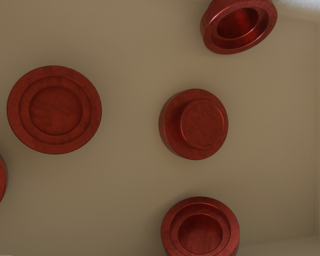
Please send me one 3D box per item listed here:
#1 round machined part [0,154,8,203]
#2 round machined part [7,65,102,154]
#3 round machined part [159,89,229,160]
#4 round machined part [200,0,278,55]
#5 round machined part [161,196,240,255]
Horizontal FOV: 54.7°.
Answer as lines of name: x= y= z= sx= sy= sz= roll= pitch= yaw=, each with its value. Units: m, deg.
round machined part: x=-0.213 y=0.055 z=0.323 sx=0.099 sy=0.042 sz=0.097 roll=0 pitch=90 yaw=-20
round machined part: x=-0.120 y=-0.020 z=0.357 sx=0.099 sy=0.042 sz=0.097 roll=0 pitch=90 yaw=-20
round machined part: x=0.051 y=-0.005 z=0.420 sx=0.099 sy=0.042 sz=0.097 roll=0 pitch=90 yaw=-20
round machined part: x=0.101 y=-0.147 z=0.416 sx=0.099 sy=0.097 sz=0.042 roll=-2 pitch=62 yaw=-20
round machined part: x=0.052 y=0.141 z=0.401 sx=0.099 sy=0.098 sz=0.042 roll=-28 pitch=134 yaw=-18
